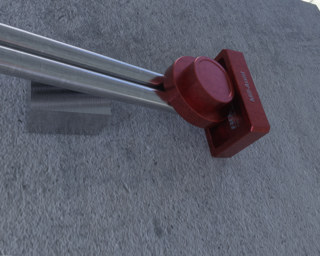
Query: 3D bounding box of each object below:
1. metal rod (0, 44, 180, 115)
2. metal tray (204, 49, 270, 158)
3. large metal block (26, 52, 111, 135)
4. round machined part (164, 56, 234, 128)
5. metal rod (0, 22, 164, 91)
[{"bbox_3d":[-0.036,-0.041,0.354,0.302,0.025,0.025,11,56,-38],"label":"metal rod"},{"bbox_3d":[0.094,-0.033,0.436,0.030,0.090,0.130,4,60,-27],"label":"metal tray"},{"bbox_3d":[-0.106,-0.040,0.352,0.081,0.050,0.080,3,60,-27],"label":"large metal block"},{"bbox_3d":[0.056,-0.052,0.396,0.099,0.042,0.098,21,52,-29],"label":"round machined part"},{"bbox_3d":[-0.040,-0.065,0.366,0.302,0.025,0.025,10,57,-38],"label":"metal rod"}]
